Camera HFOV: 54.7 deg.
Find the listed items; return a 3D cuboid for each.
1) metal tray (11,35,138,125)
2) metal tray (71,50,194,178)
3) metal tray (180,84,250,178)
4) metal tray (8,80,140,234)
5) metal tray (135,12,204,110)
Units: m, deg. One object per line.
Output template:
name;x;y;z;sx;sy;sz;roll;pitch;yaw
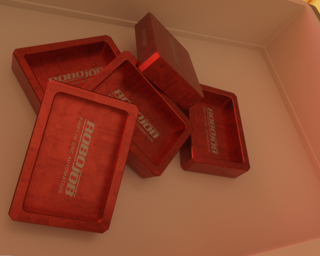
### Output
metal tray;-0.101;-0.065;0.386;0.131;0.030;0.090;-23;74;-36
metal tray;-0.028;-0.015;0.368;0.130;0.030;0.090;48;56;-14
metal tray;0.073;0.001;0.441;0.091;0.030;0.130;12;57;-22
metal tray;-0.081;0.029;0.303;0.091;0.030;0.129;16;84;-19
metal tray;0.010;-0.093;0.420;0.090;0.030;0.130;38;27;-32
